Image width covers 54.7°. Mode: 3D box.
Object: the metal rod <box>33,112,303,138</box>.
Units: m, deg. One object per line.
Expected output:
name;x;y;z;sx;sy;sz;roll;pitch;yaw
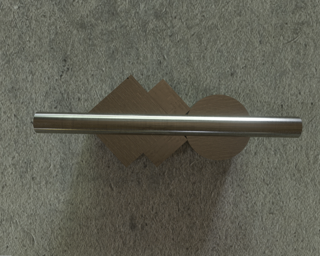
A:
metal rod;0.009;-0.004;0.359;0.302;0.025;0.025;1;90;-1

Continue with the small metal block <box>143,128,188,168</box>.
small metal block;0.006;0.022;0.400;0.050;0.050;0.025;-42;91;0

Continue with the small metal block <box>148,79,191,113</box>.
small metal block;0.011;-0.033;0.399;0.025;0.050;0.050;-43;91;0

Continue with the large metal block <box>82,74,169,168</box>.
large metal block;-0.038;-0.008;0.397;0.080;0.050;0.080;-42;90;0

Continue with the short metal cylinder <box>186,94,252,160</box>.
short metal cylinder;0.070;-0.001;0.398;0.081;0.050;0.080;0;90;0
